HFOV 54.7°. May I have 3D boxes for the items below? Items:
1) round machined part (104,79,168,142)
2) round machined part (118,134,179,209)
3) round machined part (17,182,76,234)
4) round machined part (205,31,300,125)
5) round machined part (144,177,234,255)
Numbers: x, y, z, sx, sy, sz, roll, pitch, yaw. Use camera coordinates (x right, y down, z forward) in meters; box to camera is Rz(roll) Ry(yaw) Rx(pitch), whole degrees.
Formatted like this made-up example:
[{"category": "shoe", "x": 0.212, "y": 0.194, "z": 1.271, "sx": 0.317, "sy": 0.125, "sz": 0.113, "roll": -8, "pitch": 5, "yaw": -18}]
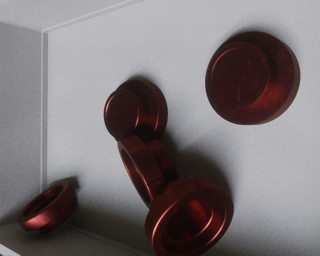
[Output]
[{"category": "round machined part", "x": -0.040, "y": -0.019, "z": 0.429, "sx": 0.098, "sy": 0.042, "sz": 0.097, "roll": 0, "pitch": 90, "yaw": 40}, {"category": "round machined part", "x": -0.012, "y": 0.051, "z": 0.384, "sx": 0.098, "sy": 0.042, "sz": 0.098, "roll": 55, "pitch": 161, "yaw": 30}, {"category": "round machined part", "x": -0.184, "y": 0.138, "z": 0.523, "sx": 0.098, "sy": 0.098, "sz": 0.042, "roll": -17, "pitch": 112, "yaw": 39}, {"category": "round machined part", "x": 0.088, "y": -0.052, "z": 0.323, "sx": 0.098, "sy": 0.042, "sz": 0.097, "roll": 0, "pitch": 90, "yaw": 40}, {"category": "round machined part", "x": 0.028, "y": 0.095, "z": 0.341, "sx": 0.042, "sy": 0.099, "sz": 0.097, "roll": 46, "pitch": 119, "yaw": 53}]
